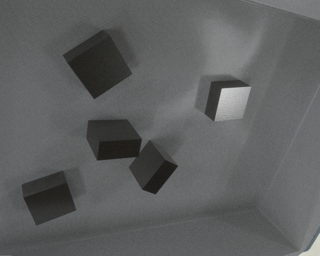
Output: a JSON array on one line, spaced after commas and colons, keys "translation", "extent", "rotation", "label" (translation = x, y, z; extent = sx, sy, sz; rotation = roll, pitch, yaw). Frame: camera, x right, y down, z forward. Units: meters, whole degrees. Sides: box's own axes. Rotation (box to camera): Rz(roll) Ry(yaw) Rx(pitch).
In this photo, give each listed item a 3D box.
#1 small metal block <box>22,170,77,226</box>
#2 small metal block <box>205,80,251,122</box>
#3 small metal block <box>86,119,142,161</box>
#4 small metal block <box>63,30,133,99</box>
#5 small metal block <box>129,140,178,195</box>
[{"translation": [-0.138, 0.088, 0.388], "extent": [0.050, 0.025, 0.050], "rotation": [-18, 126, -18], "label": "small metal block"}, {"translation": [0.096, -0.039, 0.439], "extent": [0.050, 0.025, 0.050], "rotation": [-7, 122, -25], "label": "small metal block"}, {"translation": [-0.056, 0.013, 0.371], "extent": [0.050, 0.050, 0.025], "rotation": [-2, 120, -28], "label": "small metal block"}, {"translation": [-0.066, -0.068, 0.332], "extent": [0.050, 0.025, 0.050], "rotation": [-35, 129, -6], "label": "small metal block"}, {"translation": [-0.010, 0.053, 0.421], "extent": [0.025, 0.050, 0.050], "rotation": [30, 101, -38], "label": "small metal block"}]
